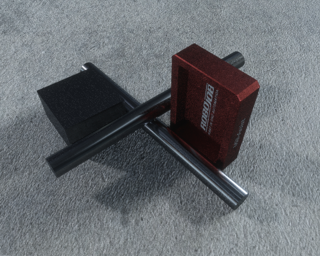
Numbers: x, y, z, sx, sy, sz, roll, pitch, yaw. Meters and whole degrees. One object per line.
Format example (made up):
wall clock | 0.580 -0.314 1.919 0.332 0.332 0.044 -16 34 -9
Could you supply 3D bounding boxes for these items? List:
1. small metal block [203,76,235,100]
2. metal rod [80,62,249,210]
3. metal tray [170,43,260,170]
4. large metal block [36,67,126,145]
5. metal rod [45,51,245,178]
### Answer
small metal block | 0.083 -0.054 0.451 0.050 0.025 0.050 -29 56 -22
metal rod | -0.012 -0.005 0.409 0.025 0.025 0.300 -35 58 -26
metal tray | 0.054 -0.019 0.352 0.030 0.129 0.090 -36 59 -25
large metal block | -0.100 -0.025 0.407 0.081 0.050 0.080 -30 56 -23
metal rod | -0.001 -0.029 0.396 0.302 0.025 0.025 -32 57 -25
